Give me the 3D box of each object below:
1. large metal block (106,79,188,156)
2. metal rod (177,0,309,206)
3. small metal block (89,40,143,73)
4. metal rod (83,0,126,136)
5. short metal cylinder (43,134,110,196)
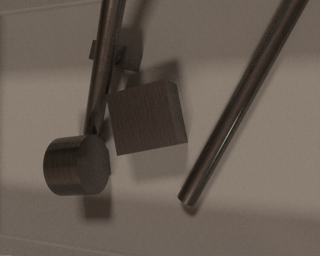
[{"bbox_3d":[-0.016,-0.012,0.402,0.080,0.050,0.080,-12,86,19],"label":"large metal block"},{"bbox_3d":[0.101,-0.038,0.374,0.025,0.025,0.298,30,99,17],"label":"metal rod"},{"bbox_3d":[-0.058,-0.096,0.417,0.050,0.050,0.025,16,96,19],"label":"small metal block"},{"bbox_3d":[-0.060,-0.105,0.355,0.025,0.025,0.298,32,129,17],"label":"metal rod"},{"bbox_3d":[-0.110,0.050,0.419,0.050,0.080,0.080,-7,88,19],"label":"short metal cylinder"}]
